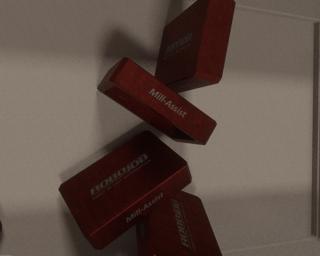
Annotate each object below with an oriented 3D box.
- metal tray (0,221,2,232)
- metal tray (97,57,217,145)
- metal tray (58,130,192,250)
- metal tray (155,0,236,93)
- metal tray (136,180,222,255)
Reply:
[{"bbox_3d":[-0.204,0.084,0.279,0.030,0.130,0.089,-16,96,3],"label":"metal tray"},{"bbox_3d":[-0.007,-0.027,0.374,0.130,0.090,0.030,34,79,-17],"label":"metal tray"},{"bbox_3d":[-0.041,0.065,0.360,0.131,0.090,0.030,-33,131,-17],"label":"metal tray"},{"bbox_3d":[0.034,-0.092,0.368,0.030,0.130,0.090,13,86,-20],"label":"metal tray"},{"bbox_3d":[0.019,0.121,0.364,0.091,0.130,0.030,23,111,-19],"label":"metal tray"}]
